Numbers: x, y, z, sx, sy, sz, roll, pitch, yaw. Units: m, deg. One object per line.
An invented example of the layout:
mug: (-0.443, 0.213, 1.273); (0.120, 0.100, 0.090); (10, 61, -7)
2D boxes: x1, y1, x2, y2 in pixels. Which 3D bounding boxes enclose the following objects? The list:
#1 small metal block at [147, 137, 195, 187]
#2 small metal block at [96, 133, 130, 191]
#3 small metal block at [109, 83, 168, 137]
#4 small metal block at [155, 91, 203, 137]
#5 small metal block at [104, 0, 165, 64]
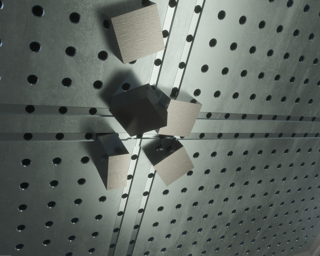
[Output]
small metal block: (0.016, 0.050, 0.453); (0.050, 0.025, 0.050); (-34, 129, -7)
small metal block: (-0.061, 0.041, 0.389); (0.025, 0.050, 0.050); (-6, 121, -26)
small metal block: (-0.025, -0.020, 0.372); (0.050, 0.025, 0.050); (-17, 132, 20)
small metal block: (0.021, -0.017, 0.414); (0.050, 0.025, 0.050); (7, 115, -32)
small metal block: (-0.026, -0.104, 0.334); (0.050, 0.025, 0.050); (-24, 128, -14)
